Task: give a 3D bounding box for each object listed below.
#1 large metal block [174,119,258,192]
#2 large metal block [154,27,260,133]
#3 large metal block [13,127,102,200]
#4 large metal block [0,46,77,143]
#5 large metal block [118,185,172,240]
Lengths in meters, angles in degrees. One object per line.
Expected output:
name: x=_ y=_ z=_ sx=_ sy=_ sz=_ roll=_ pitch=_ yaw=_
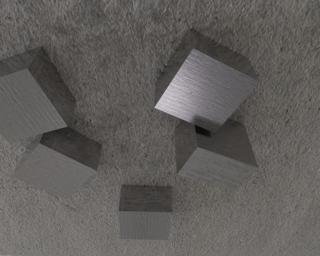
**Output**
large metal block: x=0.067 y=0.025 z=0.393 sx=0.080 sy=0.080 sz=0.050 roll=19 pitch=127 yaw=-16
large metal block: x=0.048 y=-0.051 z=0.348 sx=0.080 sy=0.050 sz=0.080 roll=22 pitch=127 yaw=-18
large metal block: x=-0.139 y=0.045 z=0.427 sx=0.080 sy=0.050 sz=0.080 roll=32 pitch=123 yaw=-24
large metal block: x=-0.157 y=-0.037 z=0.358 sx=0.080 sy=0.050 sz=0.080 roll=-14 pitch=129 yaw=11
large metal block: x=-0.024 y=0.140 z=0.509 sx=0.081 sy=0.050 sz=0.079 roll=2 pitch=130 yaw=-2
